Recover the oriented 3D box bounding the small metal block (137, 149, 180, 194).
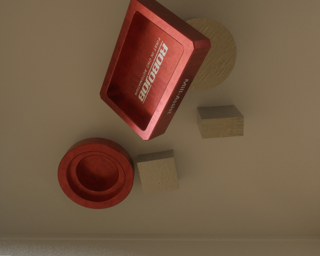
[{"bbox_3d":[-0.002,0.061,0.434,0.050,0.025,0.050,-9,110,3],"label":"small metal block"}]

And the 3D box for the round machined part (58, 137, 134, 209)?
[{"bbox_3d":[-0.084,0.058,0.422,0.099,0.042,0.097,0,110,-1],"label":"round machined part"}]

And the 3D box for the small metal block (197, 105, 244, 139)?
[{"bbox_3d":[0.075,-0.009,0.396,0.050,0.050,0.025,-4,110,1],"label":"small metal block"}]

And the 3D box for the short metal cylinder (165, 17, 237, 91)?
[{"bbox_3d":[0.044,-0.089,0.366,0.081,0.050,0.079,0,110,-1],"label":"short metal cylinder"}]

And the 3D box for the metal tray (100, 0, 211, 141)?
[{"bbox_3d":[-0.012,-0.061,0.342,0.090,0.030,0.129,43,128,20],"label":"metal tray"}]
